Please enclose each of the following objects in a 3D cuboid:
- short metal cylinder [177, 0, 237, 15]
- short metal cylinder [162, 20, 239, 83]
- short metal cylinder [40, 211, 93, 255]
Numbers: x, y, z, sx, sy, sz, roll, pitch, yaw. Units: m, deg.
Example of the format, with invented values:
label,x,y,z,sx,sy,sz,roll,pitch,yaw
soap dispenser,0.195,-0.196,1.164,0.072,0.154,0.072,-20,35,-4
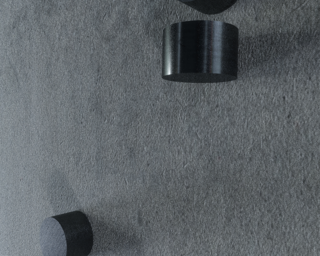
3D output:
label,x,y,z,sx,sy,sz,roll,pitch,yaw
short metal cylinder,0.051,-0.175,0.346,0.080,0.050,0.080,0,90,40
short metal cylinder,0.043,-0.078,0.334,0.080,0.081,0.050,3,92,40
short metal cylinder,-0.157,0.184,0.519,0.080,0.050,0.080,0,90,40
